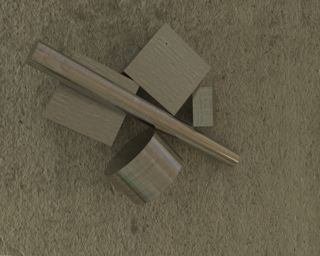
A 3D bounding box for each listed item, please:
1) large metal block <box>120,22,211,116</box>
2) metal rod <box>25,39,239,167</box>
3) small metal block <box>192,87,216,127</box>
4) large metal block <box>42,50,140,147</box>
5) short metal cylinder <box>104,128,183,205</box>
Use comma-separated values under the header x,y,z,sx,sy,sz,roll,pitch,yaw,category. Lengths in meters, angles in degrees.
x,y,z,sx,sy,sz,roll,pitch,yaw,category
0.003,-0.071,0.396,0.080,0.050,0.080,41,77,-16,large metal block
-0.005,-0.012,0.365,0.301,0.025,0.025,27,81,-35,metal rod
0.061,-0.028,0.417,0.025,0.050,0.050,-1,91,16,small metal block
-0.082,-0.032,0.367,0.080,0.050,0.080,26,81,-18,large metal block
-0.020,0.045,0.373,0.080,0.080,0.050,-46,105,-14,short metal cylinder
